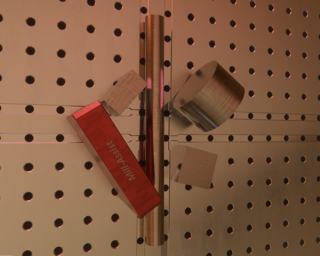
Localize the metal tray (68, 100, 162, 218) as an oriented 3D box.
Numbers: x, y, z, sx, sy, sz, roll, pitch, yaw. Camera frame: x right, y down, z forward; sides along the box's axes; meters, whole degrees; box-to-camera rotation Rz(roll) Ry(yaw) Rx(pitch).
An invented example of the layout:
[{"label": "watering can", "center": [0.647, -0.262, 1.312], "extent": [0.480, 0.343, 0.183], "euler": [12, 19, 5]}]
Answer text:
[{"label": "metal tray", "center": [-0.055, 0.034, 0.358], "extent": [0.030, 0.090, 0.130], "euler": [-34, 102, -17]}]

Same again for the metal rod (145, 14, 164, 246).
[{"label": "metal rod", "center": [-0.007, 0.003, 0.410], "extent": [0.025, 0.025, 0.298], "euler": [0, 90, -20]}]

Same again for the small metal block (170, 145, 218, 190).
[{"label": "small metal block", "center": [0.048, 0.054, 0.432], "extent": [0.050, 0.025, 0.050], "euler": [16, 85, -20]}]

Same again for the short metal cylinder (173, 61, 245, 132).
[{"label": "short metal cylinder", "center": [0.063, -0.042, 0.408], "extent": [0.050, 0.080, 0.080], "euler": [40, 77, -16]}]

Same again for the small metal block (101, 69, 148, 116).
[{"label": "small metal block", "center": [-0.047, -0.042, 0.382], "extent": [0.025, 0.050, 0.050], "euler": [43, 76, -15]}]
